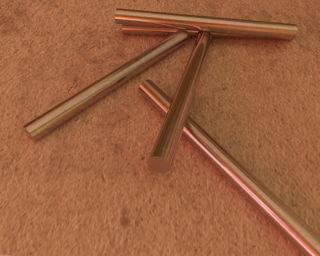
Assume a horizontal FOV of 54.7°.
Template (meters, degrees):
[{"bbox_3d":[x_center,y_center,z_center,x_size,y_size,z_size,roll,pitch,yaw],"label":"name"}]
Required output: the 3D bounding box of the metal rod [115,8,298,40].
[{"bbox_3d":[0.076,-0.176,0.524,0.302,0.025,0.025,6,50,1],"label":"metal rod"}]

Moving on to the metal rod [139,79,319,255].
[{"bbox_3d":[0.069,0.032,0.376,0.025,0.025,0.300,-30,56,-23],"label":"metal rod"}]

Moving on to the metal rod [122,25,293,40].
[{"bbox_3d":[0.085,-0.174,0.550,0.302,0.025,0.025,2,50,1],"label":"metal rod"}]

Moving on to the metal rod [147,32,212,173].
[{"bbox_3d":[0.038,-0.058,0.426,0.025,0.025,0.301,12,43,10],"label":"metal rod"}]

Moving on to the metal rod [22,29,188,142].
[{"bbox_3d":[-0.064,-0.076,0.465,0.025,0.025,0.302,36,58,26],"label":"metal rod"}]
